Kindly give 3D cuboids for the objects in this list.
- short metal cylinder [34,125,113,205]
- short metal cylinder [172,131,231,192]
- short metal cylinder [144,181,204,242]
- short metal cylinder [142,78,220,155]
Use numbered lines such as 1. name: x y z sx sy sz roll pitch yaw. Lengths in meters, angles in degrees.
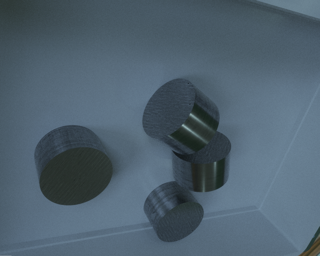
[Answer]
1. short metal cylinder: -0.102 0.043 0.364 0.081 0.050 0.079 -14 125 -21
2. short metal cylinder: 0.057 0.043 0.433 0.081 0.080 0.050 -17 126 -19
3. short metal cylinder: 0.021 0.131 0.487 0.081 0.050 0.079 -14 125 -21
4. short metal cylinder: 0.025 -0.014 0.380 0.050 0.080 0.080 34 99 -39
